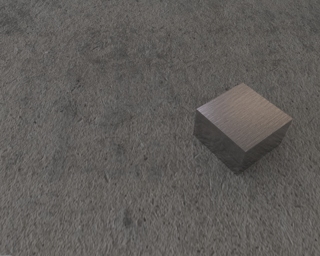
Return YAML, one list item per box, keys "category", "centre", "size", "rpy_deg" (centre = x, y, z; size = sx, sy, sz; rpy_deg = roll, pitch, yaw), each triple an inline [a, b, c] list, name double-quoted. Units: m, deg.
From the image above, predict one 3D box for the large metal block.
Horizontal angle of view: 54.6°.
- category: "large metal block"
  centre: [0.100, -0.001, 0.389]
  size: [0.080, 0.050, 0.080]
  rpy_deg: [-30, 56, -23]
